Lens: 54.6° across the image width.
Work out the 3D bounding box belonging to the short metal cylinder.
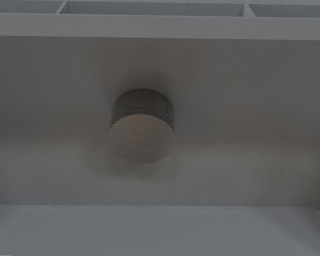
[{"bbox_3d":[-0.022,-0.001,0.389,0.080,0.050,0.080,0,130,0],"label":"short metal cylinder"}]
